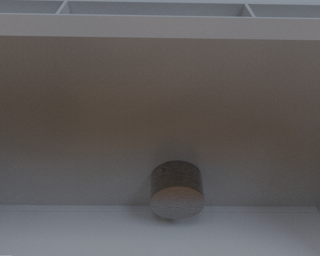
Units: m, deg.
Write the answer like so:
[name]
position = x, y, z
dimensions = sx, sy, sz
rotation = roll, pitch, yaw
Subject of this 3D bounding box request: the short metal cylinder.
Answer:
[short metal cylinder]
position = 0.026, 0.095, 0.474
dimensions = 0.080, 0.050, 0.080
rotation = 0, 130, 0
